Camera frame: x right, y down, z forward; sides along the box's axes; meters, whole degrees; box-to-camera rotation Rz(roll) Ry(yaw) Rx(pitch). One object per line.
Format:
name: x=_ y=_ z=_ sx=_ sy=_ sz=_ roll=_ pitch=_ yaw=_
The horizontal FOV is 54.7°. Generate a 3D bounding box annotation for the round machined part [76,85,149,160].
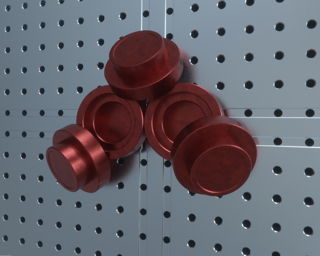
round machined part: x=-0.060 y=-0.007 z=0.423 sx=0.098 sy=0.042 sz=0.097 roll=0 pitch=90 yaw=19

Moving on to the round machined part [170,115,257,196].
round machined part: x=0.064 y=0.038 z=0.352 sx=0.099 sy=0.042 sz=0.097 roll=-4 pitch=117 yaw=-7

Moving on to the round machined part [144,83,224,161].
round machined part: x=0.033 y=-0.006 z=0.391 sx=0.098 sy=0.042 sz=0.097 roll=0 pitch=90 yaw=19

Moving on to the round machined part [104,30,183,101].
round machined part: x=-0.024 y=-0.084 z=0.384 sx=0.098 sy=0.042 sz=0.098 roll=-9 pitch=49 yaw=12

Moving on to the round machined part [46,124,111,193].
round machined part: x=-0.116 y=0.047 z=0.418 sx=0.098 sy=0.042 sz=0.097 roll=24 pitch=130 yaw=32
